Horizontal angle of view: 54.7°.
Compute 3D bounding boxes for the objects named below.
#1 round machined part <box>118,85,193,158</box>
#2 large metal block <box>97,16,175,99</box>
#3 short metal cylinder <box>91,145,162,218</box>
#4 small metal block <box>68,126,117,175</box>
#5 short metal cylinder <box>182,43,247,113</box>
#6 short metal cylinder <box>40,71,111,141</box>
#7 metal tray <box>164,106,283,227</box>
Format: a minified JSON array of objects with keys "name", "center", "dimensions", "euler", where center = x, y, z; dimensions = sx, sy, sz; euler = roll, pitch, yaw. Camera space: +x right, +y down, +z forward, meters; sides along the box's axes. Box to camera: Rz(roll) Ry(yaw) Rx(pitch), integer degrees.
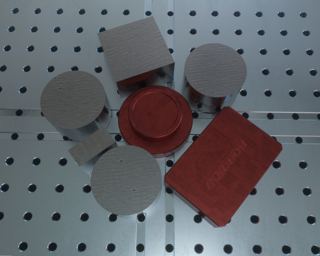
[{"name":"round machined part","center":[-0.006,-0.013,0.407],"dimensions":[0.099,0.042,0.098],"euler":[0,70,0]},{"name":"large metal block","center":[-0.033,-0.098,0.434],"dimensions":[0.080,0.050,0.080],"euler":[-20,71,-7]},{"name":"short metal cylinder","center":[-0.038,0.066,0.373],"dimensions":[0.081,0.050,0.080],"euler":[0,70,0]},{"name":"small metal block","center":[-0.080,0.029,0.386],"dimensions":[0.050,0.050,0.025],"euler":[-36,74,-12]},{"name":"short metal cylinder","center":[0.072,-0.067,0.423],"dimensions":[0.081,0.050,0.080],"euler":[0,70,0]},{"name":"short metal cylinder","center":[-0.108,-0.028,0.407],"dimensions":[0.081,0.050,0.080],"euler":[0,70,0]},{"name":"metal tray","center":[0.079,0.047,0.391],"dimensions":[0.090,0.030,0.130],"euler":[39,74,13]}]
